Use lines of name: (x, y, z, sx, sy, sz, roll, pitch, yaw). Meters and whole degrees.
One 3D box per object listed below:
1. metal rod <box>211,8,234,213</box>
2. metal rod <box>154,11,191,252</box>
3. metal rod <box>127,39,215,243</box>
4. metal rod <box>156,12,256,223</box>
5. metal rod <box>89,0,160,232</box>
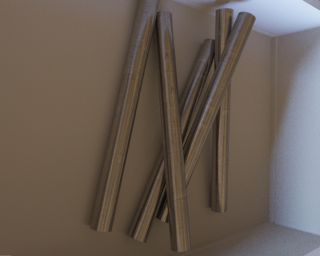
metal rod: (0.092, -0.020, 0.462, 0.025, 0.025, 0.298, -7, 101, -40)
metal rod: (0.014, -0.001, 0.393, 0.025, 0.025, 0.298, 1, 82, -40)
metal rod: (0.025, 0.005, 0.427, 0.025, 0.025, 0.300, 35, 69, -35)
metal rod: (0.063, -0.016, 0.420, 0.025, 0.025, 0.299, 25, 86, -37)
metal rod: (-0.039, -0.030, 0.373, 0.025, 0.025, 0.299, 18, 79, -39)
